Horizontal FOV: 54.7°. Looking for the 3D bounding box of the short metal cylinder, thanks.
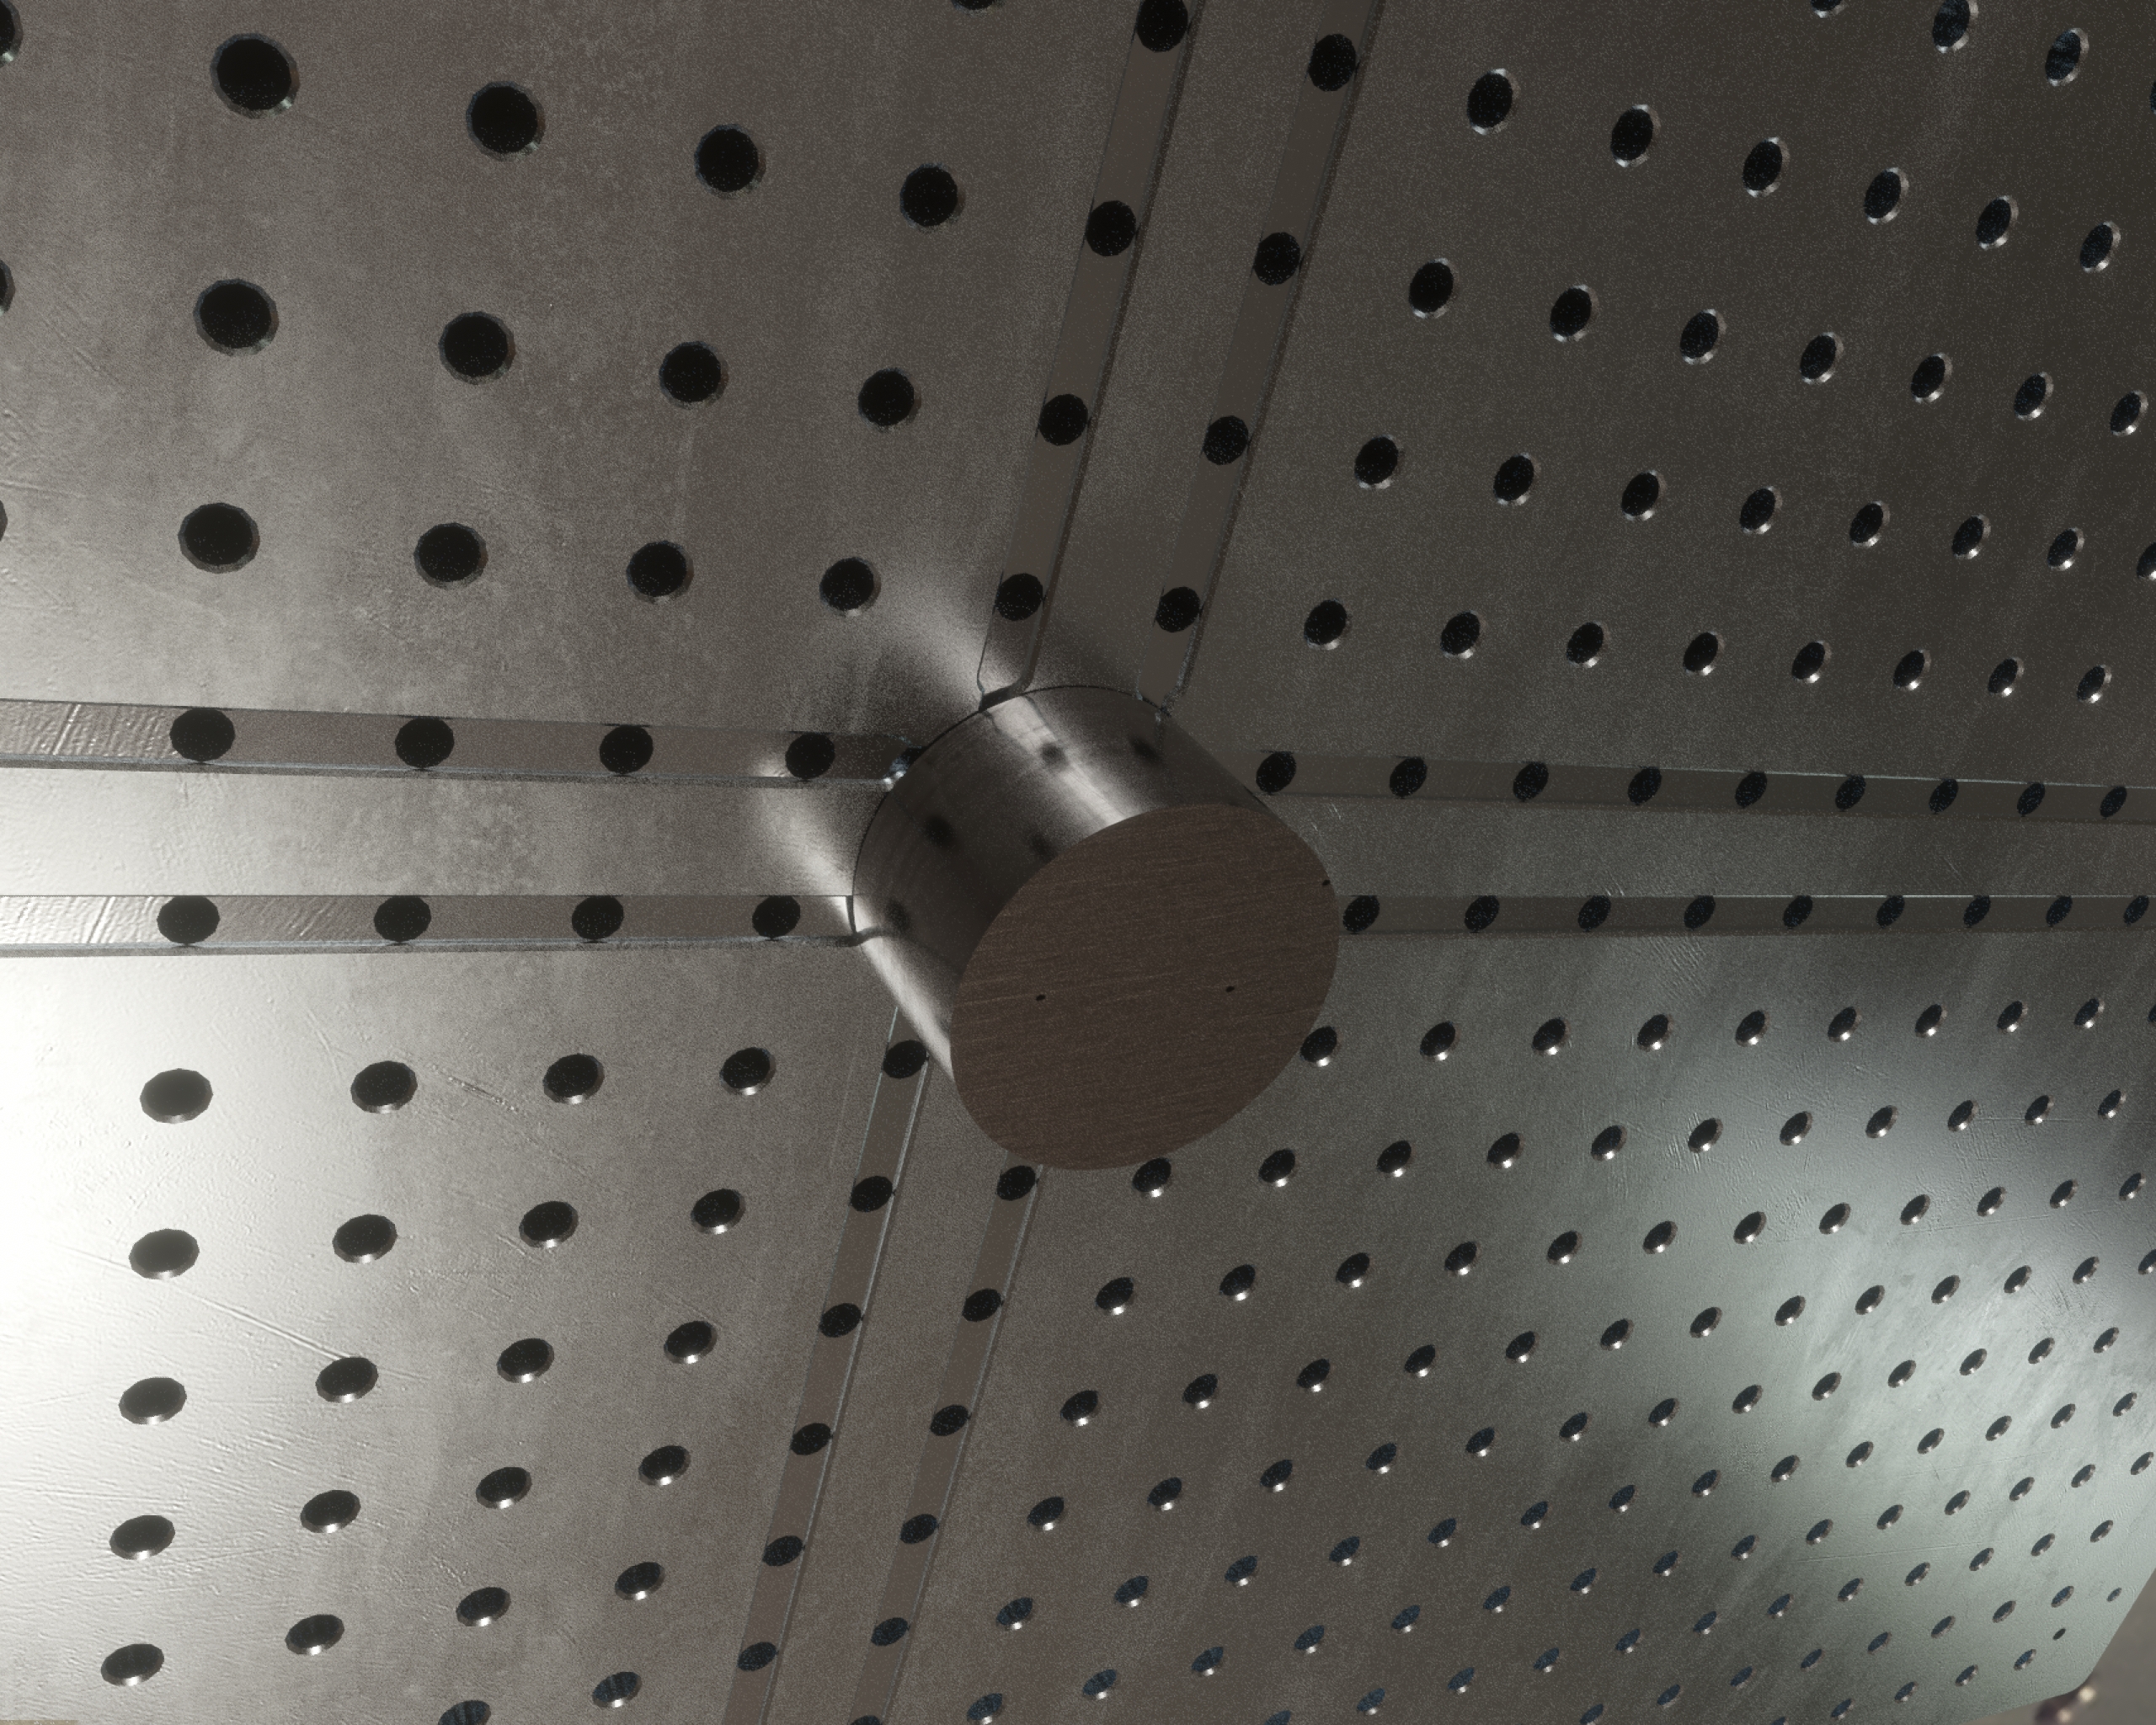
[{"bbox_3d":[0.003,0.013,0.405,0.081,0.050,0.079,-14,125,-21],"label":"short metal cylinder"}]
